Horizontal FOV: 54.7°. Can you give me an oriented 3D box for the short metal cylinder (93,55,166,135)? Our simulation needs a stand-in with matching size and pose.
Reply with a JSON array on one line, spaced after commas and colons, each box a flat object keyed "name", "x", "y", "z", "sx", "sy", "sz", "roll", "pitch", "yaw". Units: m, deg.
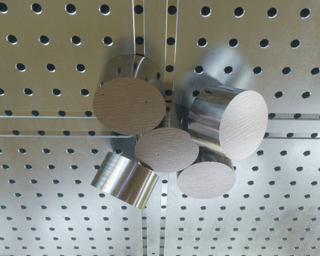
[{"name": "short metal cylinder", "x": -0.034, "y": -0.038, "z": 0.362, "sx": 0.081, "sy": 0.050, "sz": 0.079, "roll": 0, "pitch": 130, "yaw": 0}]

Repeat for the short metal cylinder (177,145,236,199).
[{"name": "short metal cylinder", "x": 0.064, "y": 0.057, "z": 0.445, "sx": 0.081, "sy": 0.050, "sz": 0.079, "roll": 0, "pitch": 130, "yaw": 0}]

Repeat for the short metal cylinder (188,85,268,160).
[{"name": "short metal cylinder", "x": 0.080, "y": -0.008, "z": 0.363, "sx": 0.081, "sy": 0.050, "sz": 0.079, "roll": -11, "pitch": 109, "yaw": -34}]

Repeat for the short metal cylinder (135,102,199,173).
[{"name": "short metal cylinder", "x": 0.009, "y": 0.013, "z": 0.406, "sx": 0.081, "sy": 0.050, "sz": 0.079, "roll": 0, "pitch": 130, "yaw": 0}]

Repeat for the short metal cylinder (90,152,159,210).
[{"name": "short metal cylinder", "x": -0.048, "y": 0.074, "z": 0.430, "sx": 0.080, "sy": 0.050, "sz": 0.080, "roll": 24, "pitch": 166, "yaw": 7}]
